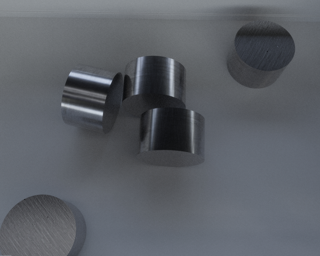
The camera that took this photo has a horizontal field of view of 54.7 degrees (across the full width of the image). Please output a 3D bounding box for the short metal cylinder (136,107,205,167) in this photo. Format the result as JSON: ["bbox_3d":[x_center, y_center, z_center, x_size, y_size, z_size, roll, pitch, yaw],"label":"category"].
[{"bbox_3d":[0.014,0.014,0.376,0.081,0.080,0.050,3,70,1],"label":"short metal cylinder"}]

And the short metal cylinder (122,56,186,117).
[{"bbox_3d":[-0.007,-0.050,0.399,0.081,0.080,0.050,2,70,0],"label":"short metal cylinder"}]

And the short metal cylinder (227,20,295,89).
[{"bbox_3d":[0.139,-0.102,0.436,0.081,0.050,0.080,0,70,0],"label":"short metal cylinder"}]

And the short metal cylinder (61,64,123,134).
[{"bbox_3d":[-0.083,-0.037,0.393,0.050,0.080,0.080,14,71,4],"label":"short metal cylinder"}]

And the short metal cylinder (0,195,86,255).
[{"bbox_3d":[-0.129,0.119,0.351,0.081,0.050,0.080,0,70,0],"label":"short metal cylinder"}]
